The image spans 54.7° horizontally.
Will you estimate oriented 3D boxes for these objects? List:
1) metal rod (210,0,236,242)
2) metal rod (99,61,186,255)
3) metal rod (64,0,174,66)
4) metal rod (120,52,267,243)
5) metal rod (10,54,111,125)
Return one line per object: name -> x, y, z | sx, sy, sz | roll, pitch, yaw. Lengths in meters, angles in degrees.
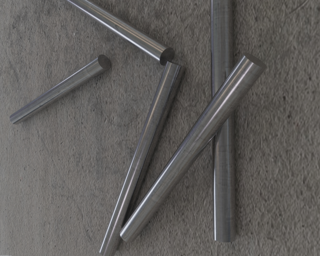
metal rod -> 0.070, -0.026, 0.346 | 0.025, 0.025, 0.298 | -1, 89, 40
metal rod -> -0.030, 0.054, 0.429 | 0.025, 0.025, 0.298 | 32, 110, 35
metal rod -> -0.088, -0.172, 0.477 | 0.300, 0.025, 0.025 | 40, 114, 32
metal rod -> 0.021, 0.045, 0.364 | 0.025, 0.025, 0.298 | 51, 127, 28
metal rod -> -0.196, -0.060, 0.567 | 0.299, 0.025, 0.025 | -20, 77, 38
